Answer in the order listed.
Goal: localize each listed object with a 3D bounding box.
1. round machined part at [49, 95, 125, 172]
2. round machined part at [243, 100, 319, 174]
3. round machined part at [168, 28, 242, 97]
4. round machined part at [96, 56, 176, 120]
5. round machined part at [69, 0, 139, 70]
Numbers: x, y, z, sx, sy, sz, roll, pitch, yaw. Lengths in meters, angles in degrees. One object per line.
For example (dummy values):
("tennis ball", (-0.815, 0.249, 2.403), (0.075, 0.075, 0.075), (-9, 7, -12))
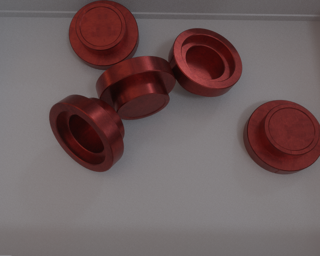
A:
("round machined part", (-0.082, 0.002, 0.375), (0.098, 0.097, 0.042), (35, 48, 11))
("round machined part", (0.162, 0.008, 0.399), (0.099, 0.042, 0.098), (0, 70, 0))
("round machined part", (0.058, -0.084, 0.422), (0.099, 0.042, 0.098), (8, 63, -15))
("round machined part", (-0.027, -0.043, 0.386), (0.099, 0.098, 0.042), (-17, 71, -6))
("round machined part", (-0.080, -0.135, 0.438), (0.099, 0.042, 0.097), (0, 84, -1))
